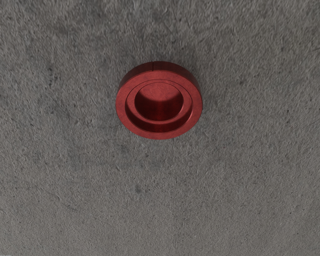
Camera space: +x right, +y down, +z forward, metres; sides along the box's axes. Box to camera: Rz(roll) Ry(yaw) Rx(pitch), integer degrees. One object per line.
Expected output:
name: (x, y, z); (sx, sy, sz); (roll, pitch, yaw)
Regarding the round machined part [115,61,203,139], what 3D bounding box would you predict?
round machined part: (-0.001, -0.036, 0.365); (0.099, 0.042, 0.097); (0, 130, 0)
